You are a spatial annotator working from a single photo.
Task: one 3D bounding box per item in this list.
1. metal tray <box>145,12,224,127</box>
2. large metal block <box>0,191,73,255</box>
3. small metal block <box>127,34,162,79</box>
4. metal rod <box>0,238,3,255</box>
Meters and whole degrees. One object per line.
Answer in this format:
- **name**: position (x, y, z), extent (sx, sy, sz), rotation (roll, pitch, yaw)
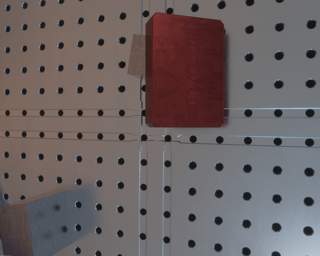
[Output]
- **metal tray**: position (0.030, -0.065, 0.373), extent (0.091, 0.030, 0.129), rotation (0, 90, -18)
- **large metal block**: position (-0.176, 0.141, 0.444), extent (0.050, 0.080, 0.080), rotation (-12, 86, 19)
- **small metal block**: position (-0.017, -0.090, 0.404), extent (0.025, 0.050, 0.050), rotation (10, 93, 19)
- **metal rod**: position (-0.236, 0.224, 0.493), extent (0.025, 0.025, 0.299), rotation (-29, 81, 17)
